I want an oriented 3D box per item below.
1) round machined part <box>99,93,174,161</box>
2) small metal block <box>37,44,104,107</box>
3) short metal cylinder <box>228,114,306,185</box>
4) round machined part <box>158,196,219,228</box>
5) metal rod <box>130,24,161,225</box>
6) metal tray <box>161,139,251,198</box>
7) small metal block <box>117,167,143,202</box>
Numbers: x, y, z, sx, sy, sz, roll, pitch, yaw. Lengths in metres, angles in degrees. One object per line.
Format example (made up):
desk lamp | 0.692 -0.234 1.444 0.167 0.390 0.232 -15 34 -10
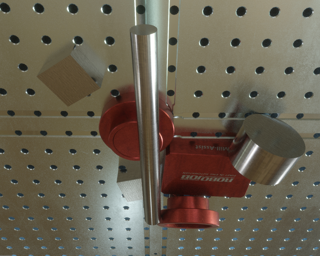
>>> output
round machined part | -0.031 0.005 0.404 0.099 0.042 0.097 0 130 0
small metal block | -0.103 -0.060 0.360 0.050 0.025 0.050 -26 126 20
short metal cylinder | 0.135 0.026 0.399 0.081 0.080 0.050 11 129 -9
round machined part | 0.045 0.136 0.501 0.099 0.042 0.098 1 157 1
metal rod | -0.013 0.024 0.376 0.025 0.025 0.298 -1 130 0
metal tray | 0.070 0.062 0.462 0.131 0.030 0.089 4 130 -4
small metal block | -0.034 0.088 0.486 0.050 0.025 0.050 -11 129 9
